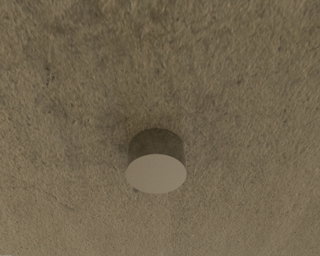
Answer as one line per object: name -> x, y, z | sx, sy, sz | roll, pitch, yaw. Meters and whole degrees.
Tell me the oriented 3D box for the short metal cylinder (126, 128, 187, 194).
short metal cylinder -> -0.005, 0.047, 0.431 | 0.081, 0.050, 0.079 | 0, 130, 0
